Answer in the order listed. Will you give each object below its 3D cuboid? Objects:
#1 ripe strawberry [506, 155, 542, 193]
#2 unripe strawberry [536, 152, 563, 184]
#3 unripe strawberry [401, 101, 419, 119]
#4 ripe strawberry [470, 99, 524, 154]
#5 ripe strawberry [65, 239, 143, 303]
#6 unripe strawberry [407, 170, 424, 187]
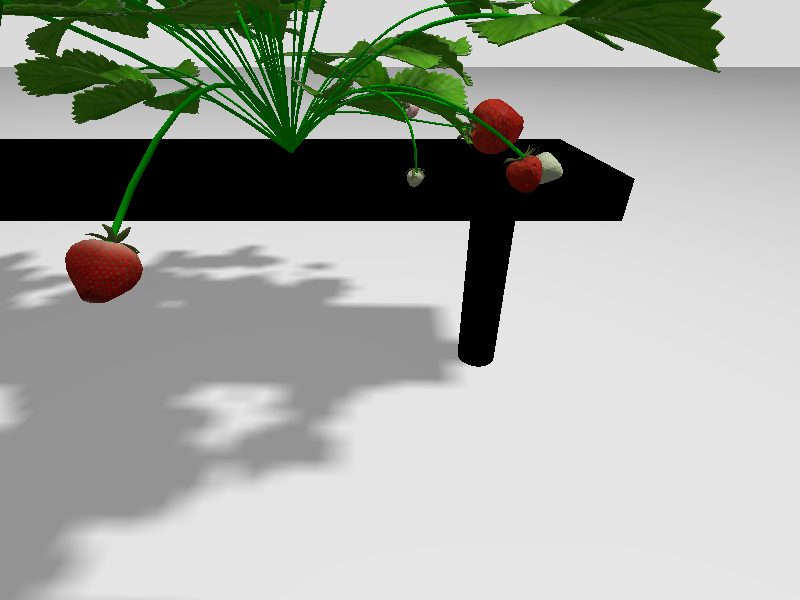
[{"bbox_3d":[0.073,-0.072,0.232,0.021,0.020,0.019,-8,20,42],"label":"ripe strawberry"},{"bbox_3d":[0.092,-0.082,0.251,0.020,0.019,0.018,20,36,20],"label":"unripe strawberry"},{"bbox_3d":[0.011,-0.235,0.492,0.027,0.024,0.025,15,25,23],"label":"unripe strawberry"},{"bbox_3d":[0.081,-0.143,0.331,0.043,0.042,0.040,-1,32,-2],"label":"ripe strawberry"},{"bbox_3d":[-0.098,-0.009,0.132,0.021,0.021,0.018,1,-24,2],"label":"ripe strawberry"},{"bbox_3d":[0.009,-0.072,0.236,0.011,0.010,0.010,-25,39,-34],"label":"unripe strawberry"}]
